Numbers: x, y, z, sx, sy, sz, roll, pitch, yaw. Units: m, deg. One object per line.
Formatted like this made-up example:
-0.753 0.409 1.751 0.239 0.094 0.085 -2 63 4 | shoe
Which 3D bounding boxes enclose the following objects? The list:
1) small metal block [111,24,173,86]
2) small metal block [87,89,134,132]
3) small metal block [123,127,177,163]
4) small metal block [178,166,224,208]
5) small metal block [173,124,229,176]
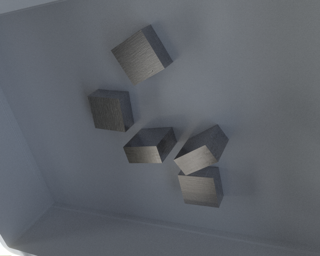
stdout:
-0.021 -0.085 0.367 0.050 0.025 0.050 -23 106 36 | small metal block
-0.067 -0.025 0.429 0.050 0.025 0.050 7 122 24 | small metal block
-0.012 0.022 0.413 0.050 0.050 0.025 -4 117 30 | small metal block
0.057 0.080 0.428 0.050 0.025 0.050 0 119 28 | small metal block
0.052 0.027 0.382 0.050 0.050 0.025 -30 101 38 | small metal block
